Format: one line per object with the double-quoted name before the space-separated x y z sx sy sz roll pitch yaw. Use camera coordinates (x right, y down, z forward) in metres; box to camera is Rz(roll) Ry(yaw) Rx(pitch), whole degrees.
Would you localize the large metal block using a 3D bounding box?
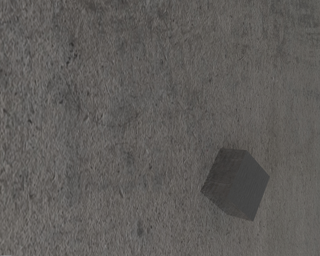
"large metal block" 0.121 0.089 0.490 0.080 0.050 0.080 44 64 -31
